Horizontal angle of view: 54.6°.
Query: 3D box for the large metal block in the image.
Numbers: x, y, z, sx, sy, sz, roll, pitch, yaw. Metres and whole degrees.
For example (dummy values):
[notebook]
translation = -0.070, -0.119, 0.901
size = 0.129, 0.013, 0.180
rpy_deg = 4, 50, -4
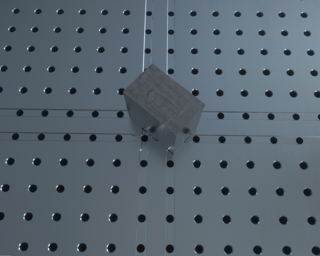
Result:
[large metal block]
translation = 0.004, -0.021, 0.390
size = 0.080, 0.080, 0.050
rpy_deg = 40, 75, 13
